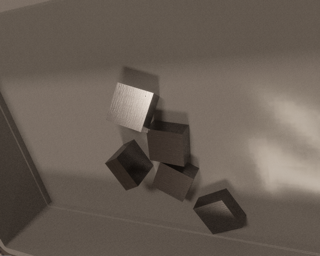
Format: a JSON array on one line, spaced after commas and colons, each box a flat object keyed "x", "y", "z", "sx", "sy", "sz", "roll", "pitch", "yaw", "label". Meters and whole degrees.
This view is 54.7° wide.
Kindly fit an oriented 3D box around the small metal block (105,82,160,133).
[{"x": -0.035, "y": -0.025, "z": 0.395, "sx": 0.050, "sy": 0.025, "sz": 0.050, "roll": 19, "pitch": 92, "yaw": 17, "label": "small metal block"}]

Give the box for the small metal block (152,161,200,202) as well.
[{"x": 0.021, "y": 0.070, "z": 0.439, "sx": 0.050, "sy": 0.025, "sz": 0.050, "roll": 26, "pitch": 128, "yaw": 11, "label": "small metal block"}]

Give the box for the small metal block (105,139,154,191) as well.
[{"x": -0.043, "y": 0.053, "z": 0.446, "sx": 0.025, "sy": 0.050, "sz": 0.050, "roll": -27, "pitch": 104, "yaw": 37, "label": "small metal block"}]

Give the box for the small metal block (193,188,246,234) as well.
[{"x": 0.084, "y": 0.118, "z": 0.437, "sx": 0.050, "sy": 0.025, "sz": 0.050, "roll": -30, "pitch": 102, "yaw": 37, "label": "small metal block"}]

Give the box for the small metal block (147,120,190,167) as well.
[{"x": 0.012, "y": 0.020, "z": 0.414, "sx": 0.050, "sy": 0.025, "sz": 0.050, "roll": 8, "pitch": 122, "yaw": 23, "label": "small metal block"}]
